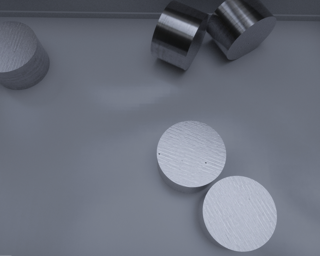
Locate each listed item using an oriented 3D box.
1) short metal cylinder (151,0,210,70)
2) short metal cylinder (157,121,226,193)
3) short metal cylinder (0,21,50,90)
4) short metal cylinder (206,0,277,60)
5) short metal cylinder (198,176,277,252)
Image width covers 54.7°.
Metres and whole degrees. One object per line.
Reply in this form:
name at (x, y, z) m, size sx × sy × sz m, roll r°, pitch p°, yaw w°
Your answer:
short metal cylinder at (0.028, -0.127, 0.427) m, size 0.050 × 0.080 × 0.080 m, roll 26°, pitch 72°, yaw 9°
short metal cylinder at (0.037, 0.037, 0.383) m, size 0.081 × 0.050 × 0.080 m, roll 0°, pitch 70°, yaw 0°
short metal cylinder at (-0.203, -0.100, 0.431) m, size 0.081 × 0.050 × 0.080 m, roll 0°, pitch 70°, yaw 0°
short metal cylinder at (0.113, -0.142, 0.433) m, size 0.080 × 0.080 × 0.050 m, roll -30°, pitch 73°, yaw -10°
short metal cylinder at (0.087, 0.100, 0.360) m, size 0.081 × 0.050 × 0.080 m, roll 0°, pitch 70°, yaw 0°
